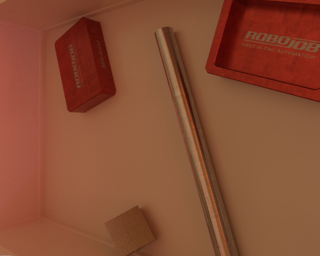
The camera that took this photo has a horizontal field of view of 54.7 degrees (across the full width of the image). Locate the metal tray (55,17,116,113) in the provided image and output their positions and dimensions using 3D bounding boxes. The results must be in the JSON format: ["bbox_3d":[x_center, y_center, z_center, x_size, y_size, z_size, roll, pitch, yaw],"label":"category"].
[{"bbox_3d":[-0.124,-0.100,0.503,0.090,0.030,0.129,-23,75,37],"label":"metal tray"}]

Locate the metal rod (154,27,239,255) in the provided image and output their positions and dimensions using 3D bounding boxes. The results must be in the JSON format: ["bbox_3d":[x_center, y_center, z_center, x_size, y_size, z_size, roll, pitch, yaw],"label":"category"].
[{"bbox_3d":[0.042,0.017,0.370,0.025,0.025,0.299,-24,75,37],"label":"metal rod"}]

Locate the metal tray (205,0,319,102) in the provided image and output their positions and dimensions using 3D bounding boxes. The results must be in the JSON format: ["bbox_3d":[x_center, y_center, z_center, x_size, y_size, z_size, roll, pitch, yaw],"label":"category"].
[{"bbox_3d":[0.116,-0.083,0.306,0.130,0.030,0.089,24,105,37],"label":"metal tray"}]

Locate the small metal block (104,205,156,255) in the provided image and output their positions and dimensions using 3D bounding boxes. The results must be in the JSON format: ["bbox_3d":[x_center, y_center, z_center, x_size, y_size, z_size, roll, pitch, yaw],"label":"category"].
[{"bbox_3d":[-0.040,0.141,0.420,0.050,0.025,0.050,-27,66,-10],"label":"small metal block"}]
